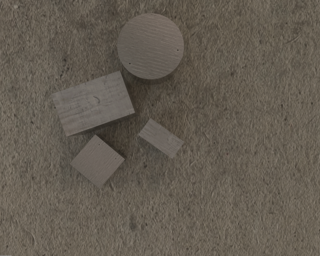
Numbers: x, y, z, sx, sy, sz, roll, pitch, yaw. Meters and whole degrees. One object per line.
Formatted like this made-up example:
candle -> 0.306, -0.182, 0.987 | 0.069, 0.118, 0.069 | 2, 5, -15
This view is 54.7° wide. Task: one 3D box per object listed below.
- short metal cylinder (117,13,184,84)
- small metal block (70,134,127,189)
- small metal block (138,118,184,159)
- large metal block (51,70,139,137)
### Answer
short metal cylinder -> -0.011, -0.099, 0.397 | 0.081, 0.050, 0.080 | 0, 90, 0
small metal block -> -0.080, 0.043, 0.409 | 0.050, 0.025, 0.050 | 40, 90, 0
small metal block -> 0.002, 0.012, 0.398 | 0.050, 0.050, 0.025 | 35, 90, 0
large metal block -> -0.074, -0.027, 0.382 | 0.080, 0.080, 0.050 | -19, 90, 0
